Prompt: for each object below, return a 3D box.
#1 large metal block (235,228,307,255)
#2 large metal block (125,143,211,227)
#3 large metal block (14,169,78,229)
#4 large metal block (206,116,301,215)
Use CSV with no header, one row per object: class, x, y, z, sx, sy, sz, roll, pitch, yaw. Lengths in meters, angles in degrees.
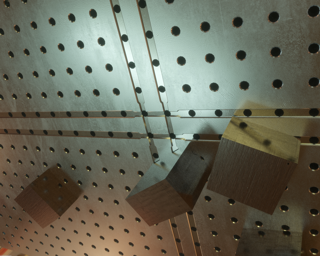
large metal block,0.158,0.189,0.429,0.080,0.050,0.080,-6,115,31
large metal block,0.013,0.076,0.416,0.080,0.080,0.050,-34,99,38
large metal block,-0.221,0.137,0.598,0.080,0.050,0.080,48,129,-6
large metal block,0.108,0.043,0.365,0.080,0.050,0.079,20,126,16
